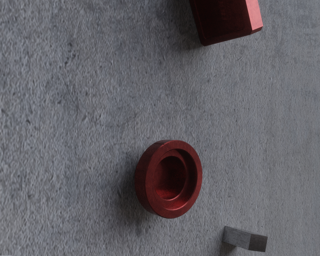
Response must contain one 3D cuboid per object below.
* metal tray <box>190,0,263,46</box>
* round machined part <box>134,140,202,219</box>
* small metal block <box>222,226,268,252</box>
[{"bbox_3d":[0.084,-0.189,0.434,0.030,0.090,0.129,-30,109,-36],"label":"metal tray"},{"bbox_3d":[0.006,0.063,0.401,0.099,0.042,0.097,0,90,-40],"label":"round machined part"},{"bbox_3d":[0.140,0.182,0.509,0.050,0.050,0.025,23,75,-38],"label":"small metal block"}]
